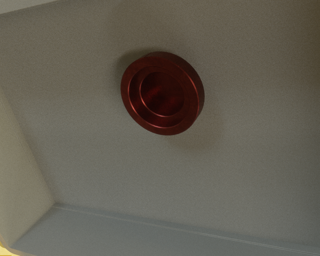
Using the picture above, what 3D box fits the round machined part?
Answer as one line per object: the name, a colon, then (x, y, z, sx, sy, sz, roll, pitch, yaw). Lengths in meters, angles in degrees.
round machined part: (0.006, -0.043, 0.368, 0.098, 0.042, 0.097, 13, 124, 21)
